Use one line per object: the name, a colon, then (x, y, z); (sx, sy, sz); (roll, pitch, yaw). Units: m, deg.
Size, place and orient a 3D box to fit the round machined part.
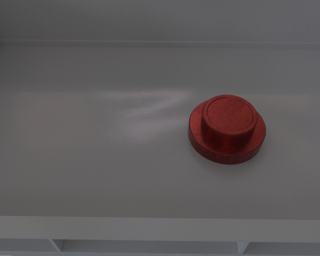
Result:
round machined part: (0.087, -0.005, 0.399); (0.099, 0.042, 0.098); (0, 50, 0)
